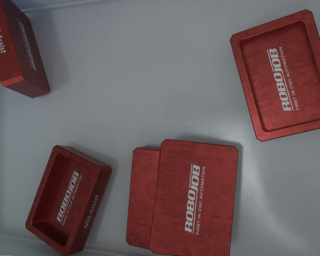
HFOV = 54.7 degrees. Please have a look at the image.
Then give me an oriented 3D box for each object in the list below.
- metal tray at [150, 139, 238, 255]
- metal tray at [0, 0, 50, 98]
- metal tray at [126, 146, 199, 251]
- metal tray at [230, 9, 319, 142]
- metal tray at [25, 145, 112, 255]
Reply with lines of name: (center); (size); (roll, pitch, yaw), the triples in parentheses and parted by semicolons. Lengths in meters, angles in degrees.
metal tray: (0.040, 0.082, 0.368); (0.091, 0.030, 0.129); (7, 84, -2)
metal tray: (-0.206, -0.115, 0.446); (0.030, 0.090, 0.129); (-19, 84, 1)
metal tray: (0.007, 0.093, 0.405); (0.090, 0.030, 0.129); (5, 92, 19)
metal tray: (0.142, -0.057, 0.357); (0.090, 0.030, 0.129); (-15, 85, 19)
metal tray: (-0.131, 0.099, 0.440); (0.090, 0.030, 0.129); (21, 91, 27)
